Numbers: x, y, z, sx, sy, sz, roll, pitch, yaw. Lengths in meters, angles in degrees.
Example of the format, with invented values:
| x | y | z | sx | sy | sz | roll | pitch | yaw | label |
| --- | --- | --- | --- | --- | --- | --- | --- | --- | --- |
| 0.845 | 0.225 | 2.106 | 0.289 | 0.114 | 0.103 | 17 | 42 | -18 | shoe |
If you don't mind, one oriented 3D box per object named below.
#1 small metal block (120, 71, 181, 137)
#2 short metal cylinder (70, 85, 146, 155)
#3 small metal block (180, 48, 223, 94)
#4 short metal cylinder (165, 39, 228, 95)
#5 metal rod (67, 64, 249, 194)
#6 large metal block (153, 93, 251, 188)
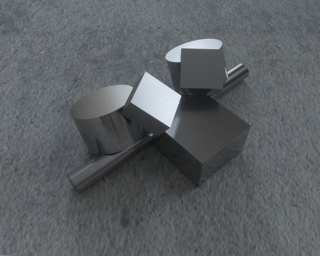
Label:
| x | y | z | sx | sy | sz | roll | pitch | yaw | label |
| --- | --- | --- | --- | --- | --- | --- | --- | --- | --- |
| -0.009 | -0.027 | 0.346 | 0.050 | 0.025 | 0.050 | 33 | 50 | -15 | small metal block |
| -0.061 | -0.012 | 0.380 | 0.080 | 0.050 | 0.080 | -13 | 31 | 8 | short metal cylinder |
| 0.050 | -0.069 | 0.382 | 0.050 | 0.025 | 0.050 | 2 | 81 | 1 | small metal block |
| 0.053 | -0.089 | 0.445 | 0.080 | 0.050 | 0.080 | -13 | 31 | 8 | short metal cylinder |
| 0.015 | -0.012 | 0.415 | 0.302 | 0.025 | 0.025 | -34 | 58 | -26 | metal rod |
| 0.048 | 0.010 | 0.378 | 0.080 | 0.050 | 0.080 | -34 | 58 | -26 | large metal block |
